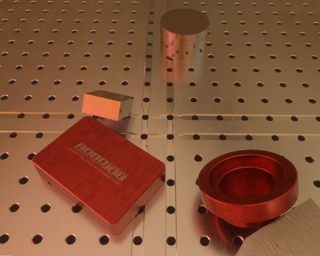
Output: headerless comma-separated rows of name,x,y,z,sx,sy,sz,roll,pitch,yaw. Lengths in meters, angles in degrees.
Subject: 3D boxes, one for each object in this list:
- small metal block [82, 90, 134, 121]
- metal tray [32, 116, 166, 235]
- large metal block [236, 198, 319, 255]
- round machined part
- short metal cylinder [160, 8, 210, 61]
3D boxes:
small metal block,-0.069,-0.032,0.418,0.050,0.025,0.050,14,15,11
metal tray,-0.070,0.049,0.363,0.130,0.030,0.090,31,56,23
large metal block,0.132,0.126,0.286,0.081,0.050,0.080,-23,54,-19
round machined part,0.092,0.066,0.325,0.098,0.042,0.098,-12,24,5
short metal cylinder,0.041,-0.159,0.525,0.081,0.050,0.080,0,50,0
